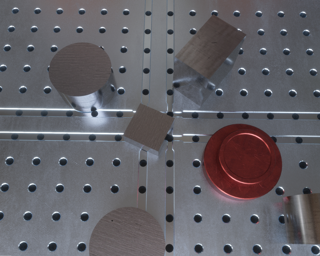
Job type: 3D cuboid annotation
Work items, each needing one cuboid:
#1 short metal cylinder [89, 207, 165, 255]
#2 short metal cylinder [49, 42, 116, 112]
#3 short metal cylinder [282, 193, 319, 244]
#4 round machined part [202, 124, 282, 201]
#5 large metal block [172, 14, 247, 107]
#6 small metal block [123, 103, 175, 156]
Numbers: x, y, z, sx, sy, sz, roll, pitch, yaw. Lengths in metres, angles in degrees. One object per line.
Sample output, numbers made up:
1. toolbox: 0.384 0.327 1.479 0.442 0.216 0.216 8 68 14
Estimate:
1. short metal cylinder: -0.034 0.132 0.350 0.081 0.050 0.080 0 70 0
2. short metal cylinder: -0.103 -0.068 0.423 0.081 0.050 0.080 0 70 0
3. short metal cylinder: 0.182 0.103 0.346 0.081 0.080 0.050 0 70 0
4. round machined part: 0.105 0.040 0.389 0.099 0.042 0.098 0 70 0
5. large metal block: 0.062 -0.087 0.415 0.050 0.080 0.080 37 74 12
6. small metal block: -0.014 0.003 0.411 0.050 0.025 0.050 24 72 8
